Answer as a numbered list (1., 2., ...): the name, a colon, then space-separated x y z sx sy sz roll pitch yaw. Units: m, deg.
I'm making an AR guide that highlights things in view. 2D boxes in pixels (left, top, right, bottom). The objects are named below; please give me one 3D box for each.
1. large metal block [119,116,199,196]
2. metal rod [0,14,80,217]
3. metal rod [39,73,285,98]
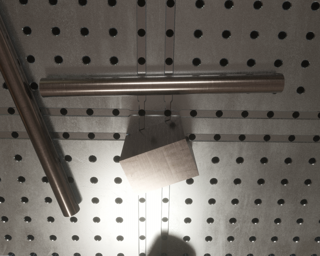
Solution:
1. large metal block: -0.001 0.033 0.396 0.080 0.080 0.050 -19 109 6
2. metal rod: -0.167 -0.012 0.406 0.025 0.025 0.298 -14 110 4
3. metal rod: 0.003 -0.054 0.393 0.302 0.025 0.025 -1 110 0
